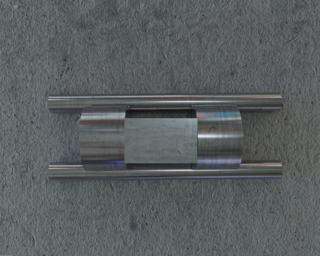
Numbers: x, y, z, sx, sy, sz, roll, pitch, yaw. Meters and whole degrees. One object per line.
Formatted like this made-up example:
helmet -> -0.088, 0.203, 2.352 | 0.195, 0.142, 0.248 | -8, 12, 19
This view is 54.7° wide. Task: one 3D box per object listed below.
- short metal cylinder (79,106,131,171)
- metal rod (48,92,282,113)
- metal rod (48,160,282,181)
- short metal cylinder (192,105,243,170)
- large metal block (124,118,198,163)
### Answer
short metal cylinder -> -0.064, 0.012, 0.383 | 0.050, 0.080, 0.079 | -1, 90, 0
metal rod -> 0.007, -0.033, 0.411 | 0.302, 0.025, 0.025 | -1, 90, 0
metal rod -> 0.007, 0.056, 0.411 | 0.302, 0.025, 0.025 | -1, 90, 0
short metal cylinder -> 0.067, 0.012, 0.384 | 0.050, 0.080, 0.079 | -1, 90, 0
large metal block -> 0.001, 0.014, 0.381 | 0.081, 0.080, 0.050 | 0, 90, 0
